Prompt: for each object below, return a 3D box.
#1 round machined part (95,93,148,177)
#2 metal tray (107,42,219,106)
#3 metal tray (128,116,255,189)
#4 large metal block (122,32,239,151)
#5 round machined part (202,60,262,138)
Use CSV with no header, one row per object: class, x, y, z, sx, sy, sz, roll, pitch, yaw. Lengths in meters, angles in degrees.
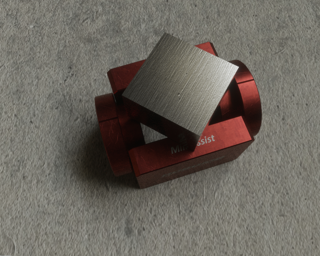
round machined part,-0.043,0.005,0.368,0.042,0.098,0.098,-15,71,-5
metal tray,0.005,-0.057,0.397,0.131,0.090,0.030,-17,71,-7
metal tray,0.034,0.032,0.362,0.131,0.090,0.030,-17,71,-6
large metal block,0.020,-0.036,0.311,0.080,0.050,0.080,28,72,9
round machined part,0.083,-0.032,0.383,0.042,0.098,0.098,-15,71,-5
